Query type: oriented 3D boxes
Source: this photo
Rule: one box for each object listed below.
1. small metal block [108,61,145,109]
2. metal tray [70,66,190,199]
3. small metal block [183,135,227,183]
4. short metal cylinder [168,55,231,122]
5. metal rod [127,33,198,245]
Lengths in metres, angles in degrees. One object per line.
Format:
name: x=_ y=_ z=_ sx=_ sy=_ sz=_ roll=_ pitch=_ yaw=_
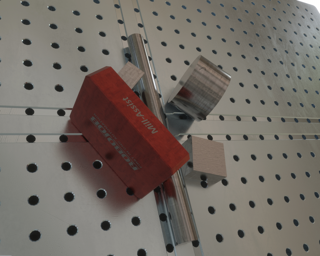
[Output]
small metal block: x=-0.050 y=-0.049 z=0.395 sx=0.025 sy=0.050 sz=0.050 roll=36 pitch=51 yaw=-5
metal tray: x=-0.039 y=0.008 z=0.341 sx=0.130 sy=0.090 sz=0.030 roll=48 pitch=51 yaw=5
small metal block: x=0.059 y=0.043 z=0.417 sx=0.050 sy=0.025 sz=0.050 roll=14 pitch=56 yaw=-21
short metal cylinder: x=0.055 y=-0.056 z=0.438 sx=0.050 sy=0.080 sz=0.080 roll=33 pitch=51 yaw=-7
metal rod: x=-0.004 y=-0.003 z=0.409 sx=0.025 sy=0.025 sz=0.299 roll=0 pitch=62 yaw=-29
